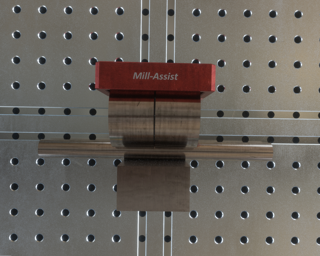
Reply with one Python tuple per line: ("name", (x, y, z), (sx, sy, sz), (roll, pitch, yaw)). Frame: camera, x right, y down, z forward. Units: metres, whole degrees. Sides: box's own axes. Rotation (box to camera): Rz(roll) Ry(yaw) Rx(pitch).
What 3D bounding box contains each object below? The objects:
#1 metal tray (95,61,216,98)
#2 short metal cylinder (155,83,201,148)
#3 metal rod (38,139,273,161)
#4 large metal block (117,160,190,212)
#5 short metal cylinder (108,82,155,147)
("metal tray", (-0.005, -0.056, 0.377), (0.131, 0.090, 0.030), (1, 90, 0))
("short metal cylinder", (0.020, -0.016, 0.383), (0.050, 0.080, 0.079), (2, 90, 0))
("metal rod", (-0.005, 0.029, 0.409), (0.302, 0.025, 0.025), (1, 90, 0))
("large metal block", (-0.007, 0.067, 0.382), (0.081, 0.080, 0.050), (1, 90, 0))
("short metal cylinder", (-0.032, -0.016, 0.383), (0.050, 0.080, 0.079), (1, 90, 0))
